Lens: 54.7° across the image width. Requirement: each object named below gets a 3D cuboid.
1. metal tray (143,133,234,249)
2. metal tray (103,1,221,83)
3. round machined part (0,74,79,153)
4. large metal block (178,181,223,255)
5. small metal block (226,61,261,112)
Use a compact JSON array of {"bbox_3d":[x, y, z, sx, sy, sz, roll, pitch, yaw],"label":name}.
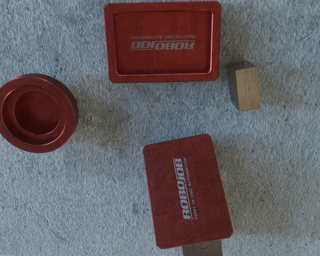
[{"bbox_3d":[0.033,0.079,0.393,0.090,0.030,0.130,-11,66,4],"label":"metal tray"},{"bbox_3d":[0.004,-0.102,0.369,0.131,0.030,0.089,-1,110,0],"label":"metal tray"},{"bbox_3d":[-0.152,-0.021,0.392,0.099,0.042,0.097,0,110,0],"label":"round machined part"},{"bbox_3d":[0.052,0.130,0.429,0.050,0.080,0.079,-9,110,3],"label":"large metal block"},{"bbox_3d":[0.101,-0.052,0.378,0.025,0.050,0.050,-10,110,3],"label":"small metal block"}]
